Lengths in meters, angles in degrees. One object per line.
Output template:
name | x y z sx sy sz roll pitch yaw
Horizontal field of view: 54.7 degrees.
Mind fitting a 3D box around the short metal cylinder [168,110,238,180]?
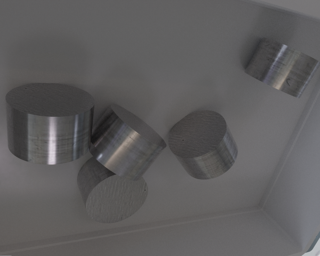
short metal cylinder | 0.058 0.022 0.418 0.080 0.080 0.050 -37 129 -4

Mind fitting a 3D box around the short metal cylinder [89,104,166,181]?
short metal cylinder | -0.039 0.016 0.361 0.080 0.080 0.050 31 101 -38

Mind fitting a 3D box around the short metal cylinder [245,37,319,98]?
short metal cylinder | 0.161 -0.080 0.411 0.081 0.080 0.050 12 112 -34

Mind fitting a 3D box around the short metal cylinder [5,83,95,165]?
short metal cylinder | -0.108 -0.007 0.309 0.081 0.080 0.050 -3 120 -27

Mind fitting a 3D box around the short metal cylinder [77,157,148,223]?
short metal cylinder | -0.063 0.077 0.406 0.081 0.050 0.079 -14 124 -21
